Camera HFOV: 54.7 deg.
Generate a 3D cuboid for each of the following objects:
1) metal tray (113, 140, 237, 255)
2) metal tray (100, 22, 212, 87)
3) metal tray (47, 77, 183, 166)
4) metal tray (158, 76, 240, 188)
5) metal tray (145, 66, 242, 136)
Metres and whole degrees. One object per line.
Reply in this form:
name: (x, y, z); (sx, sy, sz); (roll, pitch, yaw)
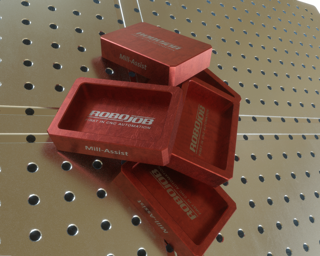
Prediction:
metal tray: (0.020, 0.077, 0.370); (0.130, 0.030, 0.091); (48, 51, 5)
metal tray: (-0.006, -0.106, 0.429); (0.130, 0.030, 0.091); (29, 44, 29)
metal tray: (-0.046, -0.011, 0.349); (0.131, 0.030, 0.090); (7, 53, 11)
metal tray: (0.052, 0.000, 0.396); (0.090, 0.030, 0.130); (26, 52, -13)
metal tray: (0.052, -0.055, 0.468); (0.130, 0.030, 0.090); (40, 51, -2)
